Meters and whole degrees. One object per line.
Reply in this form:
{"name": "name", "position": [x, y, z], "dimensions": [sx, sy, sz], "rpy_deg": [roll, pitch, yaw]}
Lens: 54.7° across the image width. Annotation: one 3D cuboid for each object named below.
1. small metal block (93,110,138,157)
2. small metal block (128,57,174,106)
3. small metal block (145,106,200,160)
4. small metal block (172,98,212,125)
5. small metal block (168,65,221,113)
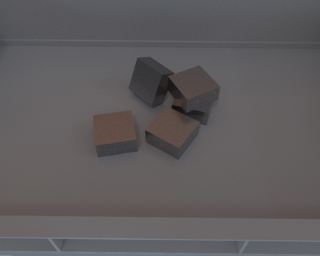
{"name": "small metal block", "position": [-0.058, 0.007, 0.399], "dimensions": [0.050, 0.025, 0.050], "rpy_deg": [-8, 51, -7]}
{"name": "small metal block", "position": [-0.013, -0.067, 0.441], "dimensions": [0.050, 0.050, 0.025], "rpy_deg": [39, 35, 27]}
{"name": "small metal block", "position": [0.016, 0.005, 0.400], "dimensions": [0.050, 0.025, 0.050], "rpy_deg": [27, 55, 21]}
{"name": "small metal block", "position": [0.047, -0.036, 0.435], "dimensions": [0.050, 0.025, 0.050], "rpy_deg": [14, 51, 11]}
{"name": "small metal block", "position": [0.045, -0.053, 0.418], "dimensions": [0.050, 0.025, 0.050], "rpy_deg": [-22, 54, -18]}
